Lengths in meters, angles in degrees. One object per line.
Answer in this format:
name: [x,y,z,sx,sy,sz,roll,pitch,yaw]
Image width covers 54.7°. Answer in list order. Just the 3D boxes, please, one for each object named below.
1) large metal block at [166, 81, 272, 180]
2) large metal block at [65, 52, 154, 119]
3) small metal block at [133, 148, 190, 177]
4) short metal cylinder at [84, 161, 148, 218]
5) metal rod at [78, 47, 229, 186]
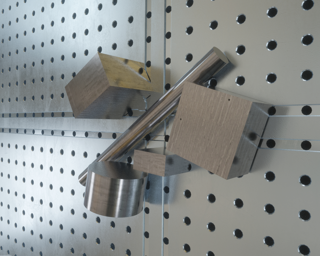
large metal block: [0.062,0.000,0.337,0.080,0.050,0.079,25,105,37]
large metal block: [-0.070,-0.054,0.430,0.080,0.081,0.050,-35,69,34]
small metal block: [0.003,0.041,0.389,0.050,0.050,0.025,7,95,39]
short metal cylinder: [-0.059,0.080,0.419,0.080,0.081,0.050,15,100,38]
metal rod: [-0.027,0.001,0.428,0.299,0.025,0.025,-41,65,32]
